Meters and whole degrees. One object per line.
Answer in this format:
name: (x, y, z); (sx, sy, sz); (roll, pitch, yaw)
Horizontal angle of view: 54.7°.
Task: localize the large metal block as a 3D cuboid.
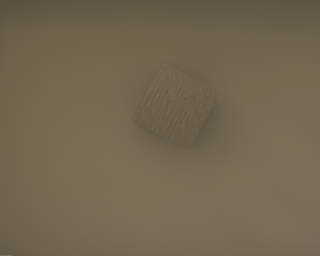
large metal block: (0.018, -0.027, 0.399); (0.080, 0.050, 0.080); (27, 90, -1)
